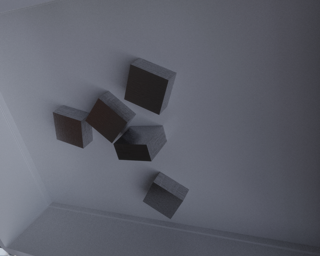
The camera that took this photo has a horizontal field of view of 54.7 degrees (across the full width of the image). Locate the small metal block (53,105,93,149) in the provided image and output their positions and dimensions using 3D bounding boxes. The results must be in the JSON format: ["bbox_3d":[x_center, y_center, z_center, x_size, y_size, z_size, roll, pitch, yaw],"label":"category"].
[{"bbox_3d":[-0.133,-0.002,0.475,0.050,0.025,0.050,17,125,18],"label":"small metal block"}]

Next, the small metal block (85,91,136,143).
[{"bbox_3d":[-0.070,-0.015,0.434,0.050,0.025,0.050,40,129,0],"label":"small metal block"}]

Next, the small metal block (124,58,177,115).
[{"bbox_3d":[-0.013,-0.051,0.382,0.050,0.025,0.050,25,127,12],"label":"small metal block"}]

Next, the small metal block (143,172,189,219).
[{"bbox_3d":[0.008,0.102,0.466,0.050,0.025,0.050,31,128,7],"label":"small metal block"}]

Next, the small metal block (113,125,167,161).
[{"bbox_3d":[-0.025,0.020,0.417,0.050,0.050,0.025,0,118,28],"label":"small metal block"}]
